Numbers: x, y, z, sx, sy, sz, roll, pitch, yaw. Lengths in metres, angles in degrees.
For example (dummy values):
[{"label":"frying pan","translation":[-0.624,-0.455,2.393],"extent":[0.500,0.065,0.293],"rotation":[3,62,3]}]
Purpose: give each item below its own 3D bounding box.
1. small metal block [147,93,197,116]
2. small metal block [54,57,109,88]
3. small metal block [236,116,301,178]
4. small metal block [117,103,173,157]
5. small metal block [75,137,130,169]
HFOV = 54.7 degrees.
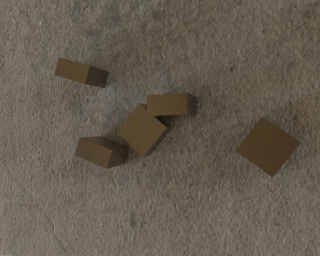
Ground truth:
[{"label":"small metal block","translation":[0.016,-0.028,0.389],"extent":[0.050,0.050,0.025],"rotation":[-2,90,19]},{"label":"small metal block","translation":[-0.108,-0.076,0.432],"extent":[0.050,0.050,0.025],"rotation":[18,96,19]},{"label":"small metal block","translation":[0.127,0.021,0.364],"extent":[0.050,0.025,0.050],"rotation":[38,102,15]},{"label":"small metal block","translation":[-0.020,0.002,0.415],"extent":[0.050,0.025,0.050],"rotation":[42,103,15]},{"label":"small metal block","translation":[-0.078,0.032,0.422],"extent":[0.050,0.050,0.025],"rotation":[20,97,18]}]
